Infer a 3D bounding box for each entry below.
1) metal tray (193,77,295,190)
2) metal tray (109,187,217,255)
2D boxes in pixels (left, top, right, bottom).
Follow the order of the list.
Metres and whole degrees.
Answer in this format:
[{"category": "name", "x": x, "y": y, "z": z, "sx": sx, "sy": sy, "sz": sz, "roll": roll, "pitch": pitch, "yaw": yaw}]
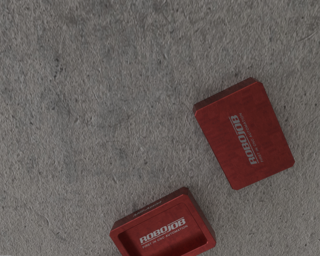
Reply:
[{"category": "metal tray", "x": 0.111, "y": 0.010, "z": 0.412, "sx": 0.090, "sy": 0.030, "sz": 0.130, "roll": -26, "pitch": 108, "yaw": 9}, {"category": "metal tray", "x": 0.004, "y": 0.156, "z": 0.455, "sx": 0.130, "sy": 0.030, "sz": 0.090, "roll": -29, "pitch": 96, "yaw": 10}]
